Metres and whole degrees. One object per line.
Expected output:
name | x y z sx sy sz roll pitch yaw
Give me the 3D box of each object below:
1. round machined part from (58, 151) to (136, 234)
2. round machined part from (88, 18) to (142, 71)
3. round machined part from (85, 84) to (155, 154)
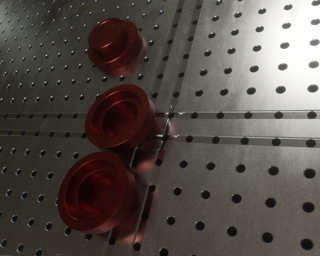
round machined part | -0.073 0.082 0.384 0.098 0.042 0.098 -13 56 20
round machined part | -0.083 -0.149 0.531 0.098 0.042 0.098 -13 56 20
round machined part | -0.051 -0.009 0.428 0.098 0.042 0.098 -13 56 20
